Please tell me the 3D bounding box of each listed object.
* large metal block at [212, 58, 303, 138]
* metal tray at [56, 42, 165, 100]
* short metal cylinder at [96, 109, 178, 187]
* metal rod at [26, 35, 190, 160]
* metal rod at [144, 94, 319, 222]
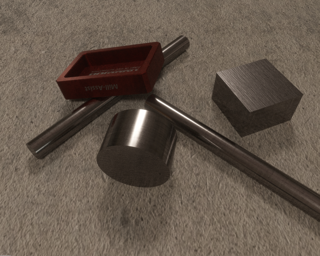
[{"bbox_3d":[0.129,-0.043,0.425,0.081,0.050,0.080,-18,53,-15],"label":"large metal block"},{"bbox_3d":[-0.067,-0.081,0.436,0.130,0.030,0.090,-2,39,18],"label":"metal tray"},{"bbox_3d":[-0.024,0.024,0.347,0.080,0.080,0.050,9,51,7],"label":"short metal cylinder"},{"bbox_3d":[-0.057,-0.059,0.451,0.025,0.025,0.302,33,57,24],"label":"metal rod"},{"bbox_3d":[0.101,0.039,0.371,0.300,0.025,0.025,34,57,24],"label":"metal rod"}]
